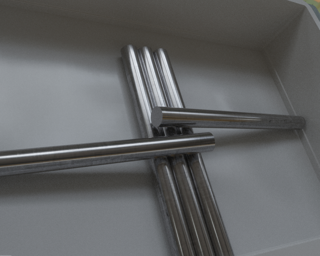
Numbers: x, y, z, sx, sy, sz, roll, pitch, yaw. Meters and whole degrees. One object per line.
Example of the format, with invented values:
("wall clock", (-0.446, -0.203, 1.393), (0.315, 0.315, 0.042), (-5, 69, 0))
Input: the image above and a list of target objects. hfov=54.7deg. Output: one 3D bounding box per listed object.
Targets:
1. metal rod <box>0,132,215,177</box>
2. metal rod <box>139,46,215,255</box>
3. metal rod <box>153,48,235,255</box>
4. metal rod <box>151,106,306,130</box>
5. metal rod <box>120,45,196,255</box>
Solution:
("metal rod", (-0.076, 0.028, 0.326), (0.303, 0.025, 0.025), (-4, 64, -24))
("metal rod", (0.014, 0.018, 0.402), (0.025, 0.025, 0.299), (-1, 62, -29))
("metal rod", (0.036, 0.018, 0.414), (0.025, 0.025, 0.299), (-1, 62, -29))
("metal rod", (0.120, -0.011, 0.455), (0.302, 0.025, 0.025), (1, 61, -35))
("metal rod", (-0.008, 0.019, 0.390), (0.025, 0.025, 0.299), (-1, 62, -29))
